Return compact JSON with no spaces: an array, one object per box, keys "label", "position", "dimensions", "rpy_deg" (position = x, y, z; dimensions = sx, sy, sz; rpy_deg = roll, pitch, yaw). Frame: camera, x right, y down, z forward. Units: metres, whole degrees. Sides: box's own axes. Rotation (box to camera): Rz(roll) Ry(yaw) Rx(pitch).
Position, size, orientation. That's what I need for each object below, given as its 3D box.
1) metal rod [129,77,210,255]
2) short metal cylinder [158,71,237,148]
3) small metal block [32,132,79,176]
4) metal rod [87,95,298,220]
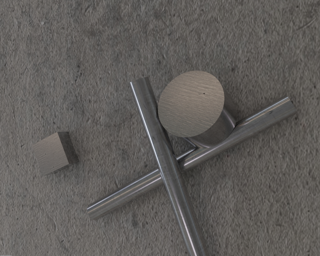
[{"label":"metal rod","position":[0.023,0.084,0.378],"dimensions":[0.025,0.025,0.298],"rpy_deg":[-18,93,19]},{"label":"short metal cylinder","position":[0.045,-0.021,0.367],"dimensions":[0.080,0.050,0.080],"rpy_deg":[-10,68,27]},{"label":"small metal block","position":[-0.157,0.038,0.464],"dimensions":[0.050,0.025,0.050],"rpy_deg":[-25,82,18]},{"label":"metal rod","position":[0.028,0.046,0.399],"dimensions":[0.300,0.025,0.025],"rpy_deg":[-31,80,17]}]
